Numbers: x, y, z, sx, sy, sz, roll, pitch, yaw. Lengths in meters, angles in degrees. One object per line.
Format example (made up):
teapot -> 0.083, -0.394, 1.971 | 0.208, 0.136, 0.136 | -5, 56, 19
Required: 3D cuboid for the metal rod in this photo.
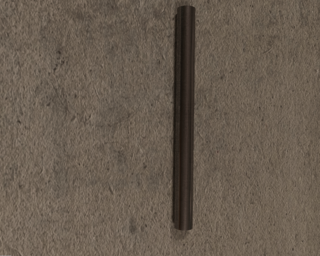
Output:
metal rod -> 0.034, -0.013, 0.422 | 0.025, 0.025, 0.298 | 1, 90, -20
